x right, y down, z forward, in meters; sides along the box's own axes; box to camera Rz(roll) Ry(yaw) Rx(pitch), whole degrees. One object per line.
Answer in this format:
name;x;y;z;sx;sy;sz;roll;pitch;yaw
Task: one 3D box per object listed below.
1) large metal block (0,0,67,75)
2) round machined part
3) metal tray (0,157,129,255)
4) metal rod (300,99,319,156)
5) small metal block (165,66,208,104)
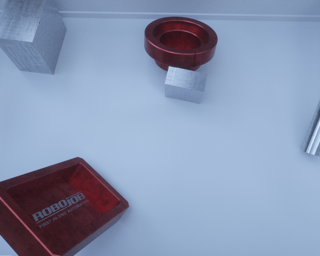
large metal block;-0.174;-0.131;0.426;0.050;0.080;0.080;8;70;2
round machined part;0.027;-0.112;0.429;0.099;0.042;0.098;3;46;-3
metal tray;-0.101;0.082;0.325;0.090;0.131;0.030;41;110;13
metal rod;0.239;-0.108;0.380;0.025;0.025;0.298;18;99;6
small metal block;0.034;-0.057;0.416;0.050;0.050;0.025;13;77;4
